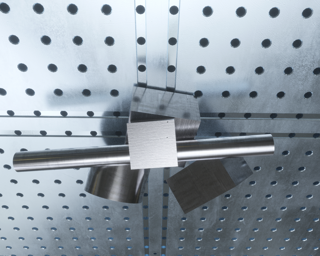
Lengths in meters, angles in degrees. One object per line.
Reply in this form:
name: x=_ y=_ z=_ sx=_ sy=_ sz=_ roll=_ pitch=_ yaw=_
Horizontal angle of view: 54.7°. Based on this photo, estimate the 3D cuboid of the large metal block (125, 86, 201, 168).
large metal block: x=-0.001 y=0.000 z=0.390 sx=0.081 sy=0.050 sz=0.079 roll=8 pitch=130 yaw=-7

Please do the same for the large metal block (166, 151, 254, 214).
large metal block: x=0.069 y=0.066 z=0.419 sx=0.080 sy=0.050 sz=0.080 roll=-37 pitch=165 yaw=27

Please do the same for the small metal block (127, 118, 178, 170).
small metal block: x=-0.007 y=0.017 z=0.340 sx=0.050 sy=0.025 sz=0.050 roll=-4 pitch=95 yaw=3

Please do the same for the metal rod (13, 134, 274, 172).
metal rod: x=-0.022 y=0.030 z=0.367 sx=0.302 sy=0.025 sz=0.025 roll=-4 pitch=130 yaw=3

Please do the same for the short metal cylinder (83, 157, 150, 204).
short metal cylinder: x=-0.057 y=0.066 z=0.418 sx=0.081 sy=0.080 sz=0.050 roll=15 pitch=86 yaw=-13
